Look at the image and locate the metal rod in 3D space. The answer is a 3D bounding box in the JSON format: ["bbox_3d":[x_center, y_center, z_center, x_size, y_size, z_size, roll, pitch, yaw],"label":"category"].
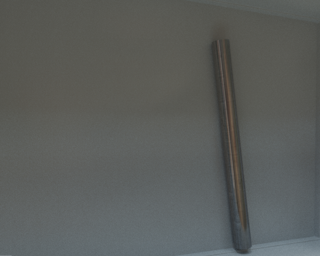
[{"bbox_3d":[0.104,0.025,0.448,0.025,0.025,0.298,-8,93,-20],"label":"metal rod"}]
